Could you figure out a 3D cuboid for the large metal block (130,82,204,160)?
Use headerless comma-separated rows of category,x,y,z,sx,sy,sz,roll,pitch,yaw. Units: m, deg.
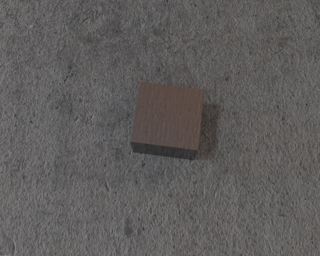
large metal block,0.010,-0.008,0.399,0.080,0.050,0.080,7,70,2
